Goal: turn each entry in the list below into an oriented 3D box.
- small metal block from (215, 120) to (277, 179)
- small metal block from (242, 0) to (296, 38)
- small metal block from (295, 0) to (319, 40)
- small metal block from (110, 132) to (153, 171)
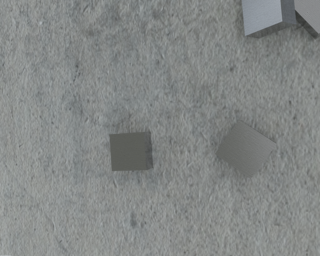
[{"bbox_3d":[0.103,0.025,0.372,0.050,0.025,0.050,36,101,16],"label":"small metal block"},{"bbox_3d":[0.123,-0.136,0.352,0.050,0.025,0.050,-7,87,56],"label":"small metal block"},{"bbox_3d":[0.180,-0.137,0.346,0.050,0.025,0.050,-40,78,15],"label":"small metal block"},{"bbox_3d":[-0.039,0.032,0.422,0.050,0.025,0.050,-4,89,19],"label":"small metal block"}]
